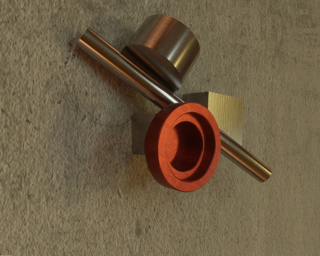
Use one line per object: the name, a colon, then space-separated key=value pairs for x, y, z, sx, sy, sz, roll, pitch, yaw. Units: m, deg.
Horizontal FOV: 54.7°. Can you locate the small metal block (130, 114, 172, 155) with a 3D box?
small metal block: x=-0.011 y=0.008 z=0.383 sx=0.025 sy=0.050 sz=0.050 roll=-3 pitch=92 yaw=-40

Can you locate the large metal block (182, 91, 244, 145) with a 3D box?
large metal block: x=0.077 y=-0.007 z=0.458 sx=0.081 sy=0.050 sz=0.080 roll=6 pitch=86 yaw=-40

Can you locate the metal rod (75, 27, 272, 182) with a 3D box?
metal rod: x=0.031 y=-0.017 z=0.386 sx=0.301 sy=0.025 sz=0.025 roll=36 pitch=67 yaw=-19

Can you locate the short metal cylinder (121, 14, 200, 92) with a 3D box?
short metal cylinder: x=0.001 y=-0.087 z=0.373 sx=0.080 sy=0.080 sz=0.050 roll=45 pitch=63 yaw=-31

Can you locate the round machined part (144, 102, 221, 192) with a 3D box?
round machined part: x=0.021 y=0.020 z=0.351 sx=0.099 sy=0.042 sz=0.097 roll=-2 pitch=93 yaw=-40
